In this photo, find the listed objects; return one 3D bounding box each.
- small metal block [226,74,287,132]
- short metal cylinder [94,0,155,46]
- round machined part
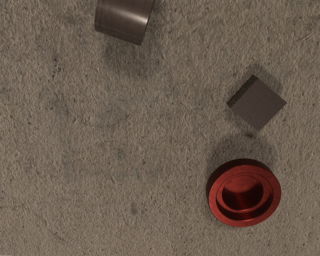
[{"bbox_3d":[0.124,-0.032,0.400,0.050,0.025,0.050,37,106,-13],"label":"small metal block"},{"bbox_3d":[-0.033,-0.134,0.330,0.050,0.080,0.079,17,109,-7],"label":"short metal cylinder"},{"bbox_3d":[0.113,0.086,0.434,0.099,0.042,0.097,0,110,-1],"label":"round machined part"}]
